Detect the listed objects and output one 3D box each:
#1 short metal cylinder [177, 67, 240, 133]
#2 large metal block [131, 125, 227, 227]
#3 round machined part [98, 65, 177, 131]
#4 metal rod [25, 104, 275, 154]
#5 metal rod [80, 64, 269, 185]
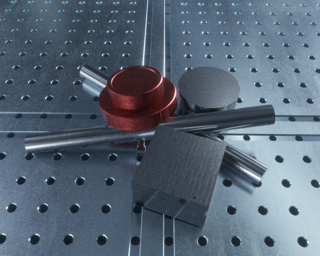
[{"bbox_3d":[0.064,-0.039,0.424,0.081,0.050,0.080,0,50,0],"label":"short metal cylinder"},{"bbox_3d":[0.022,0.052,0.345,0.080,0.050,0.080,16,52,12],"label":"large metal block"},{"bbox_3d":[-0.029,-0.044,0.389,0.099,0.042,0.098,-4,41,4],"label":"round machined part"},{"bbox_3d":[-0.014,0.002,0.382,0.302,0.025,0.025,-7,50,3],"label":"metal rod"},{"bbox_3d":[0.003,-0.016,0.421,0.300,0.025,0.025,31,57,23],"label":"metal rod"}]
